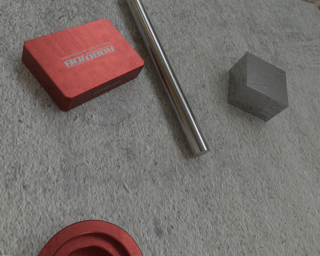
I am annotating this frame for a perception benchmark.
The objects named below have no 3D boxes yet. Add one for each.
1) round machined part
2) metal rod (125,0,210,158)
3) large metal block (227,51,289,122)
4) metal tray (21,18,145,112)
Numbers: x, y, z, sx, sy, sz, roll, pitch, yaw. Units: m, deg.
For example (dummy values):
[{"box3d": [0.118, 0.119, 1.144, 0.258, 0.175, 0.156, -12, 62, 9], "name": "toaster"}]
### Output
[{"box3d": [-0.065, 0.136, 0.276, 0.099, 0.042, 0.098, 14, 56, -21], "name": "round machined part"}, {"box3d": [0.002, -0.096, 0.465, 0.025, 0.025, 0.299, -9, 66, -32], "name": "metal rod"}, {"box3d": [0.164, -0.069, 0.521, 0.080, 0.050, 0.080, 23, 53, -15], "name": "large metal block"}, {"box3d": [-0.095, -0.087, 0.403, 0.131, 0.030, 0.090, -34, 81, -38], "name": "metal tray"}]
